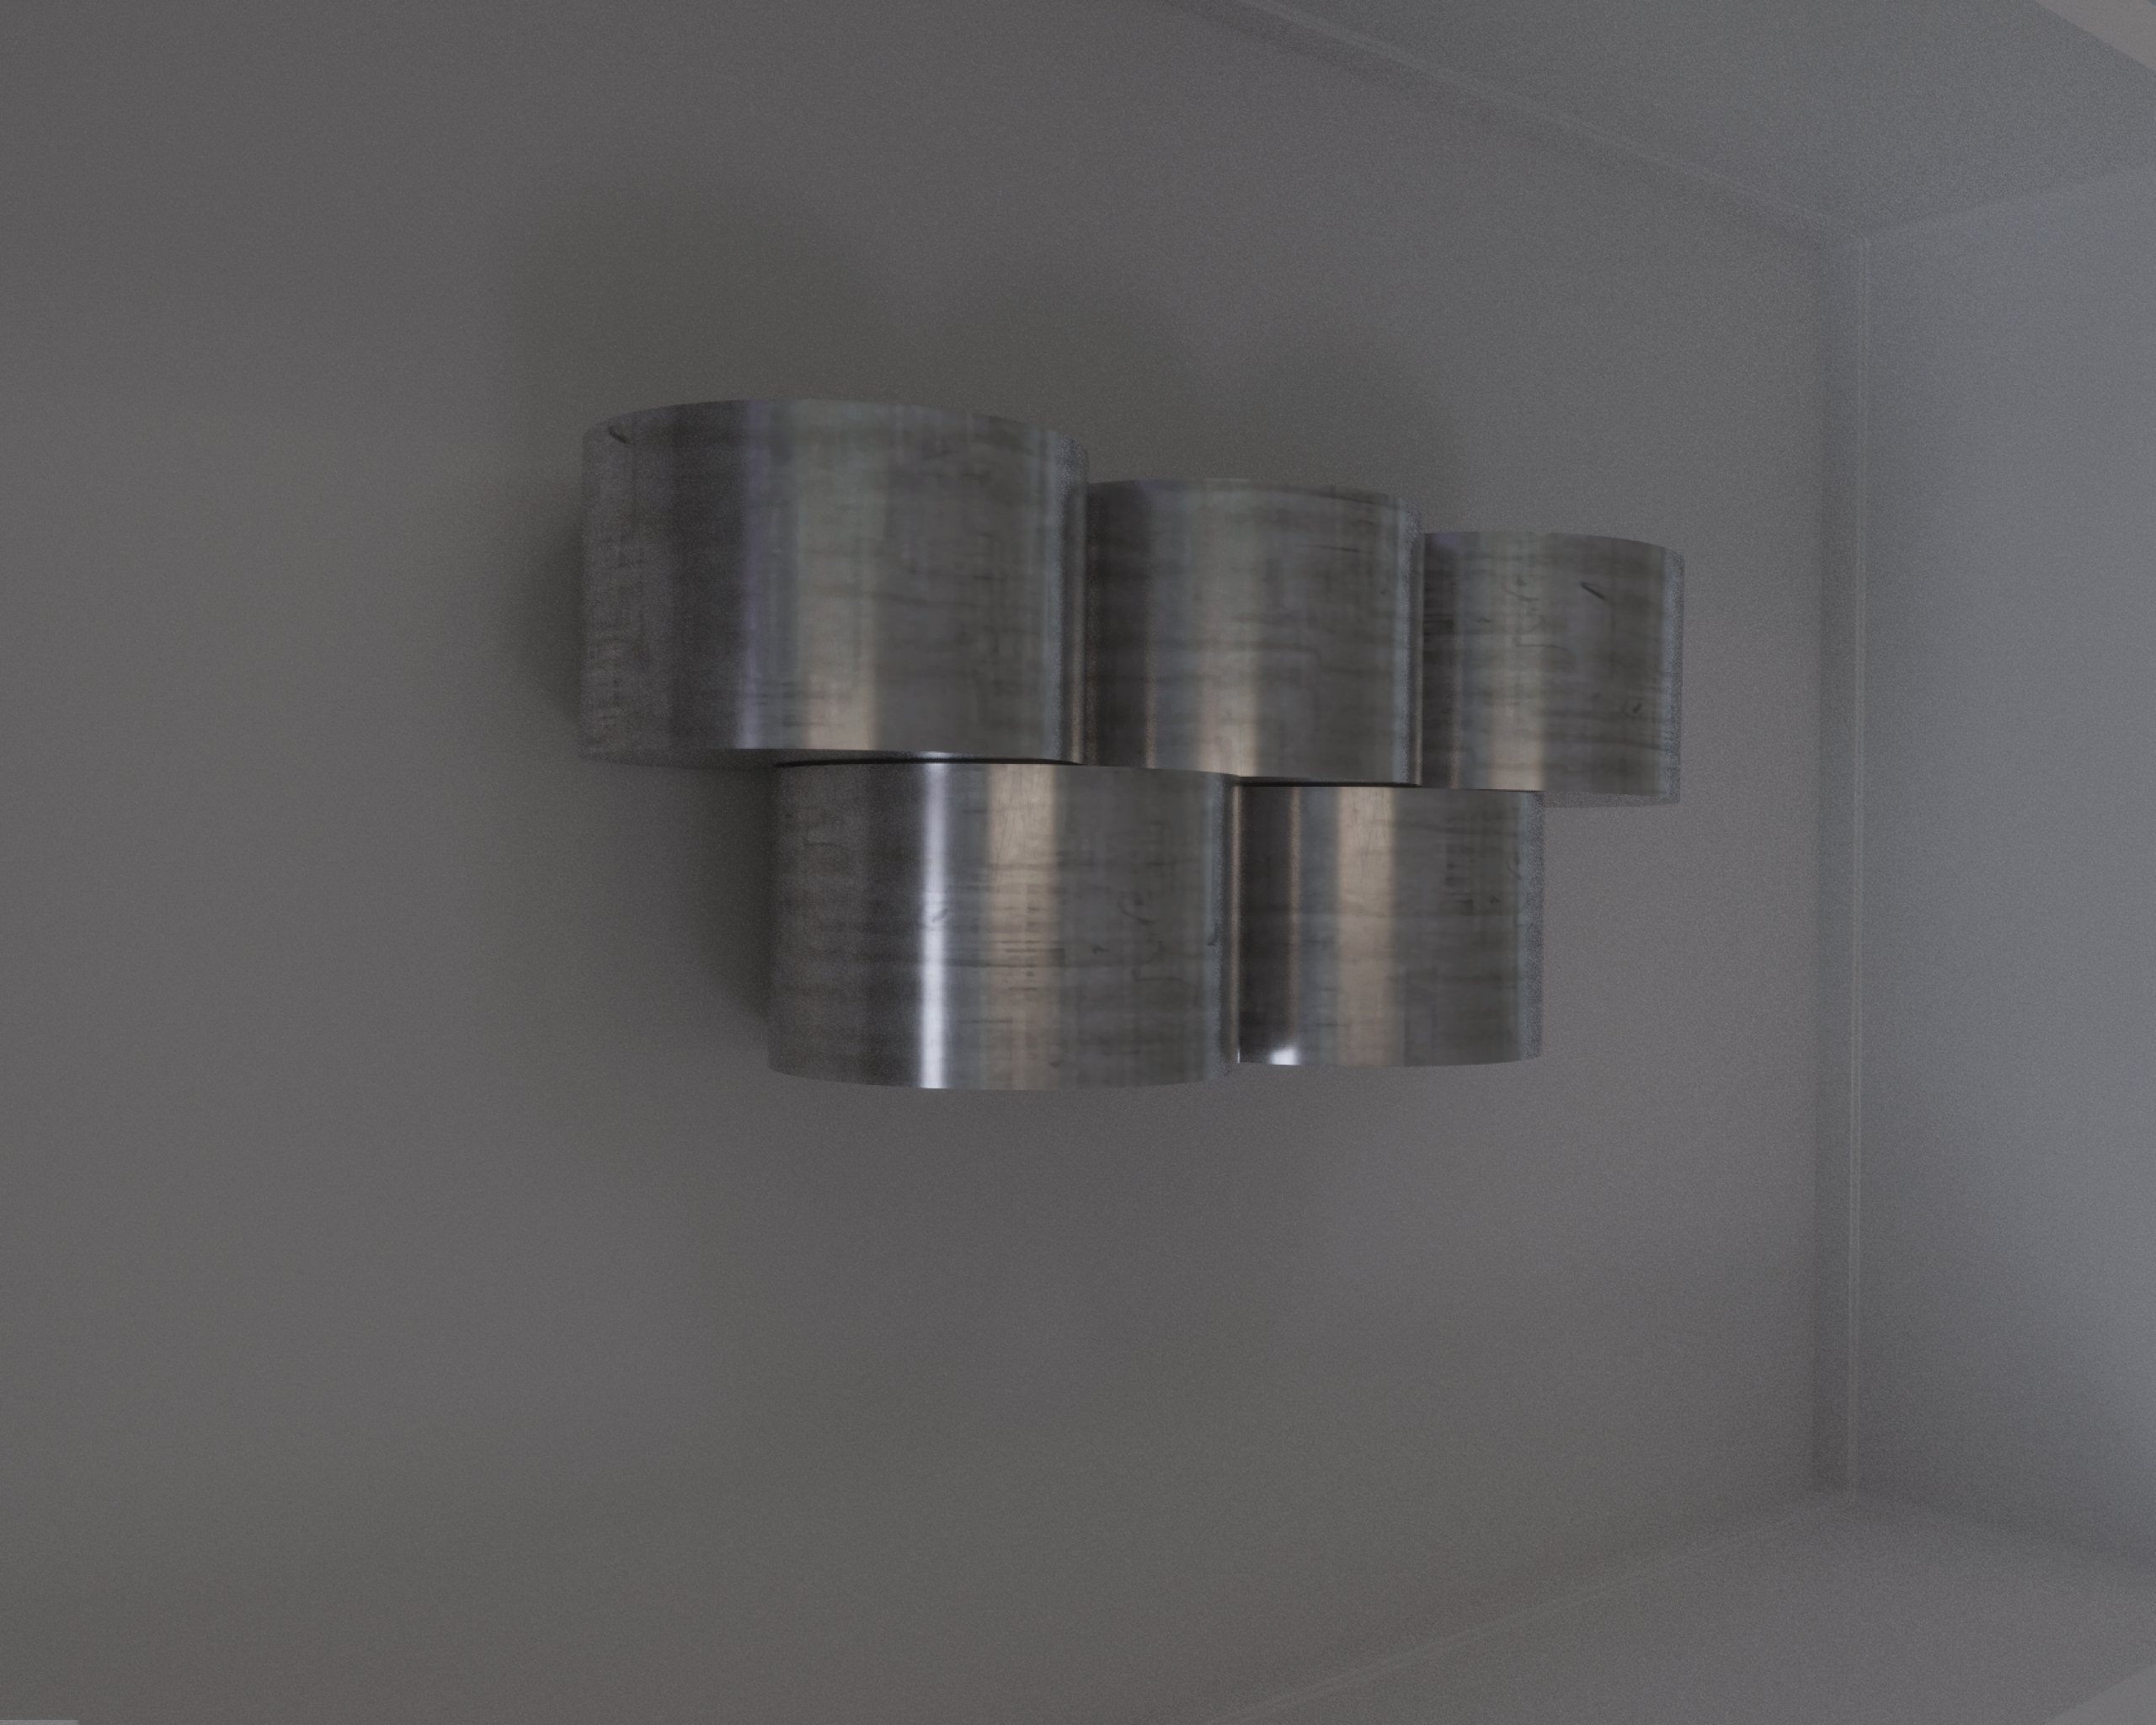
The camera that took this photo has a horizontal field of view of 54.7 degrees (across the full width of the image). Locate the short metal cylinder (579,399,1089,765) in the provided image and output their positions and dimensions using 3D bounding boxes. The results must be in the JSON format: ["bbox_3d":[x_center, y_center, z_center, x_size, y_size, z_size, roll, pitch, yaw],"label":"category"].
[{"bbox_3d":[-0.039,-0.041,0.336,0.081,0.080,0.050,1,90,-40],"label":"short metal cylinder"}]

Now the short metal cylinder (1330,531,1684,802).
[{"bbox_3d":[0.086,-0.038,0.440,0.081,0.080,0.050,2,89,-40],"label":"short metal cylinder"}]

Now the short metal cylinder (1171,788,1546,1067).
[{"bbox_3d":[0.051,0.012,0.411,0.081,0.080,0.050,1,90,-40],"label":"short metal cylinder"}]

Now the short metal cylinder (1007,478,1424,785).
[{"bbox_3d":[0.024,-0.039,0.388,0.081,0.080,0.050,1,90,-40],"label":"short metal cylinder"}]

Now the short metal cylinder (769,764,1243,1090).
[{"bbox_3d":[-0.012,0.010,0.358,0.081,0.080,0.050,1,90,-40],"label":"short metal cylinder"}]
